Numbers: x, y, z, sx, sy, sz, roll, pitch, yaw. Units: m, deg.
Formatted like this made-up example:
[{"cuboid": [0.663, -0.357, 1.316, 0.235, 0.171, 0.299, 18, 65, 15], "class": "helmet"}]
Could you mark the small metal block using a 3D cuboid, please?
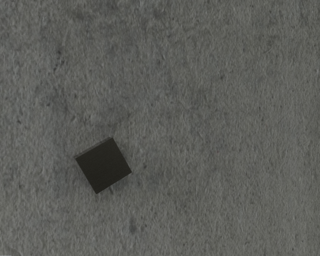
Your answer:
[{"cuboid": [-0.071, 0.045, 0.384, 0.050, 0.025, 0.050, -31, 100, -18], "class": "small metal block"}]
